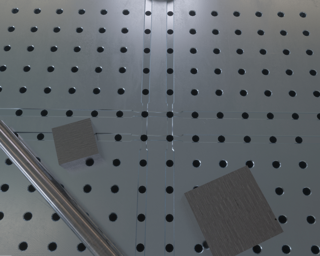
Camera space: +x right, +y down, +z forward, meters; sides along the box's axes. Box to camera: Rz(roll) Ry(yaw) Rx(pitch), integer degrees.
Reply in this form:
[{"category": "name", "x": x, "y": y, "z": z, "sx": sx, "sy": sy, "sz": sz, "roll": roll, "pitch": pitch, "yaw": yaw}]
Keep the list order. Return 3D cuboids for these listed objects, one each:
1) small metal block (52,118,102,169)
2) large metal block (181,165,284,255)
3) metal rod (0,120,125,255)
[{"category": "small metal block", "x": -0.108, "y": 0.020, "z": 0.403, "sx": 0.050, "sy": 0.025, "sz": 0.050, "roll": -16, "pitch": 71, "yaw": -6}, {"category": "large metal block", "x": 0.080, "y": 0.100, "z": 0.362, "sx": 0.080, "sy": 0.050, "sz": 0.080, "roll": -22, "pitch": 72, "yaw": -8}, {"category": "metal rod", "x": -0.112, "y": 0.098, "z": 0.374, "sx": 0.300, "sy": 0.025, "sz": 0.025, "roll": 43, "pitch": 75, "yaw": 14}]
